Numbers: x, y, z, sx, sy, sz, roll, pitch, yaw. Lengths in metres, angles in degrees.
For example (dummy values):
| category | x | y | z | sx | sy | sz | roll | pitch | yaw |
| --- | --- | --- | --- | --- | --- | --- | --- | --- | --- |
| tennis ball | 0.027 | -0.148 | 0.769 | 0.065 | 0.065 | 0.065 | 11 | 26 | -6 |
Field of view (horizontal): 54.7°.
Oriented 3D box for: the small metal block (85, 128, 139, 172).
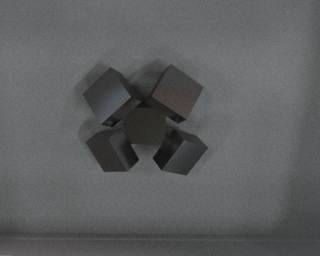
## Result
| category | x | y | z | sx | sy | sz | roll | pitch | yaw |
| --- | --- | --- | --- | --- | --- | --- | --- | --- | --- |
| small metal block | -0.063 | 0.030 | 0.407 | 0.050 | 0.025 | 0.050 | -9 | 116 | 44 |

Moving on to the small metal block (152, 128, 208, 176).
| category | x | y | z | sx | sy | sz | roll | pitch | yaw |
| --- | --- | --- | --- | --- | --- | --- | --- | --- | --- |
| small metal block | 0.027 | 0.033 | 0.410 | 0.050 | 0.025 | 0.050 | 19 | 113 | -44 |

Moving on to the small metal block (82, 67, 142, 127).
| category | x | y | z | sx | sy | sz | roll | pitch | yaw |
| --- | --- | --- | --- | --- | --- | --- | --- | --- | --- |
| small metal block | -0.060 | -0.037 | 0.381 | 0.050 | 0.025 | 0.050 | -41 | 68 | 14 |

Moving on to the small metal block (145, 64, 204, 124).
| category | x | y | z | sx | sy | sz | roll | pitch | yaw |
| --- | --- | --- | --- | --- | --- | --- | --- | --- | --- |
| small metal block | 0.018 | -0.041 | 0.381 | 0.050 | 0.025 | 0.050 | 33 | 69 | -12 |

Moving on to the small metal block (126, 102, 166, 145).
| category | x | y | z | sx | sy | sz | roll | pitch | yaw |
| --- | --- | --- | --- | --- | --- | --- | --- | --- | --- |
| small metal block | -0.018 | -0.006 | 0.406 | 0.050 | 0.025 | 0.050 | 1 | 110 | -1 |
